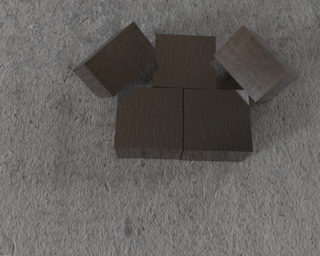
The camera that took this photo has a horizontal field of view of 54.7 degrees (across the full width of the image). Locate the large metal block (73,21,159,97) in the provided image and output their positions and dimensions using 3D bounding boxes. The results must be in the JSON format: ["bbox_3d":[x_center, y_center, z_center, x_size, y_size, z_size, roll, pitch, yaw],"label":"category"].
[{"bbox_3d":[-0.060,-0.085,0.403,0.080,0.080,0.050,-45,111,-15],"label":"large metal block"}]

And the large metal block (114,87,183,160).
[{"bbox_3d":[-0.013,-0.005,0.397,0.081,0.050,0.080,1,70,0],"label":"large metal block"}]

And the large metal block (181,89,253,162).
[{"bbox_3d":[0.069,-0.002,0.396,0.081,0.050,0.080,1,70,0],"label":"large metal block"}]

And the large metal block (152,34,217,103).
[{"bbox_3d":[0.033,-0.079,0.426,0.081,0.050,0.080,3,70,0],"label":"large metal block"}]

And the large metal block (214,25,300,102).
[{"bbox_3d":[0.128,-0.081,0.405,0.050,0.080,0.080,-45,72,27],"label":"large metal block"}]
